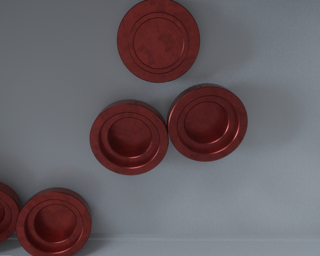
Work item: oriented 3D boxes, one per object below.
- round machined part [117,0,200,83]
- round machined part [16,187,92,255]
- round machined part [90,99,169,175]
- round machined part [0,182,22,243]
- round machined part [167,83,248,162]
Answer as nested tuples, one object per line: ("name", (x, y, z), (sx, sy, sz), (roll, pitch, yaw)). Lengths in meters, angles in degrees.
("round machined part", (-0.002, -0.101, 0.365), (0.099, 0.042, 0.097), (0, 110, -1))
("round machined part", (-0.147, 0.132, 0.440), (0.099, 0.042, 0.097), (-1, 96, -9))
("round machined part", (-0.038, 0.009, 0.405), (0.099, 0.042, 0.097), (0, 110, -1))
("round machined part", (-0.246, 0.114, 0.431), (0.099, 0.042, 0.097), (-7, 111, -17))
("round machined part", (0.058, -0.010, 0.397), (0.099, 0.042, 0.097), (-2, 109, -4))
